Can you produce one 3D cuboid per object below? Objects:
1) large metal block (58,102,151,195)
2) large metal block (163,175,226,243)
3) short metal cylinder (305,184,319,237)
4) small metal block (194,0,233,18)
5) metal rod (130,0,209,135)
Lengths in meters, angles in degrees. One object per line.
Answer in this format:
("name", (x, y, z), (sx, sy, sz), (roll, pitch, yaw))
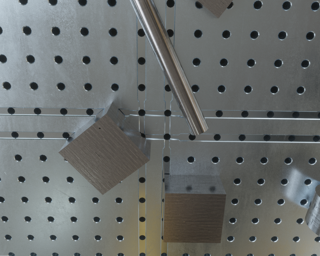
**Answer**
("large metal block", (-0.069, 0.027, 0.409), (0.080, 0.050, 0.080), (-38, 106, 12))
("large metal block", (0.046, 0.115, 0.443), (0.081, 0.050, 0.079), (1, 110, -1))
("short metal cylinder", (0.253, 0.120, 0.432), (0.081, 0.080, 0.050), (7, 110, -3))
("small metal block", (0.063, -0.163, 0.354), (0.050, 0.025, 0.050), (36, 106, -13))
("metal rod", (-0.010, -0.124, 0.367), (0.025, 0.025, 0.299), (-24, 109, 8))
